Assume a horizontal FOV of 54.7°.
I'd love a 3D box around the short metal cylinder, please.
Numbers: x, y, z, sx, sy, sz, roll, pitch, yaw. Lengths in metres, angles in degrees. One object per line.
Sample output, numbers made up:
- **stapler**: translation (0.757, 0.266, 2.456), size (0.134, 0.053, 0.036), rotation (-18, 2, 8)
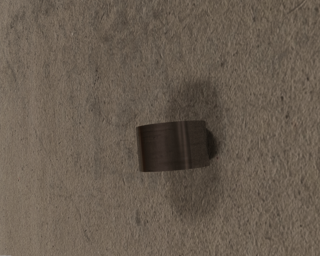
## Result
- **short metal cylinder**: translation (0.014, 0.021, 0.356), size (0.080, 0.081, 0.050), rotation (-8, 85, 39)
